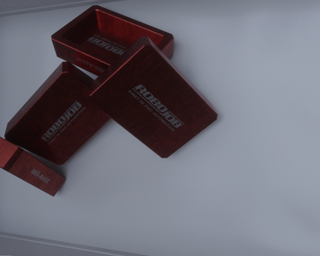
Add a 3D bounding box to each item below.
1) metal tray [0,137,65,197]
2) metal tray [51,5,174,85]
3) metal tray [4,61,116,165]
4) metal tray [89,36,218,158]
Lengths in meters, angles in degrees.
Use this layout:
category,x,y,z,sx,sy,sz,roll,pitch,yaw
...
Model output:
category,x,y,z,sx,sy,sz,roll,pitch,yaw
metal tray,-0.197,0.047,0.423,0.090,0.130,0.030,23,69,18
metal tray,-0.059,-0.106,0.400,0.130,0.030,0.090,27,57,17
metal tray,-0.131,-0.015,0.419,0.130,0.090,0.030,-42,37,17
metal tray,-0.005,-0.030,0.366,0.090,0.030,0.130,-40,122,15
